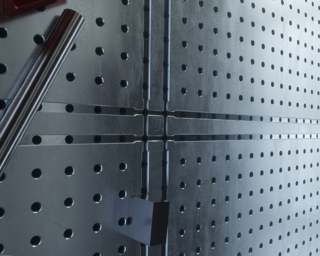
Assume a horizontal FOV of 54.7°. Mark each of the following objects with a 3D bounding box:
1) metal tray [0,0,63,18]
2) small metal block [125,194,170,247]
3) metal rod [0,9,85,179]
[{"bbox_3d":[-0.099,-0.161,0.259,0.091,0.129,0.030,-37,84,-34],"label":"metal tray"},{"bbox_3d":[-0.016,0.112,0.382,0.025,0.050,0.050,8,85,-40],"label":"small metal block"},{"bbox_3d":[-0.145,0.013,0.288,0.025,0.025,0.299,35,69,-35],"label":"metal rod"}]
